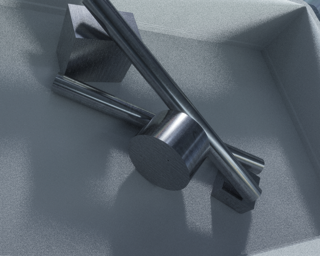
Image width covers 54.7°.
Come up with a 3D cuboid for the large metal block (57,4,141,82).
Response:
[{"bbox_3d":[-0.079,-0.102,0.390,0.081,0.080,0.050,-4,64,-30],"label":"large metal block"}]

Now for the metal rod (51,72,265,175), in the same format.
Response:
[{"bbox_3d":[0.009,0.000,0.410,0.302,0.025,0.025,23,53,-15],"label":"metal rod"}]

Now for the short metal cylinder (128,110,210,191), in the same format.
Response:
[{"bbox_3d":[0.010,0.026,0.359,0.080,0.080,0.050,43,51,0],"label":"short metal cylinder"}]

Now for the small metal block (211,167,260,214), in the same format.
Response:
[{"bbox_3d":[0.102,0.078,0.413,0.050,0.025,0.050,33,51,-7],"label":"small metal block"}]

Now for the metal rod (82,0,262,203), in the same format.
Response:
[{"bbox_3d":[0.020,-0.030,0.360,0.300,0.025,0.025,50,50,-9],"label":"metal rod"}]
